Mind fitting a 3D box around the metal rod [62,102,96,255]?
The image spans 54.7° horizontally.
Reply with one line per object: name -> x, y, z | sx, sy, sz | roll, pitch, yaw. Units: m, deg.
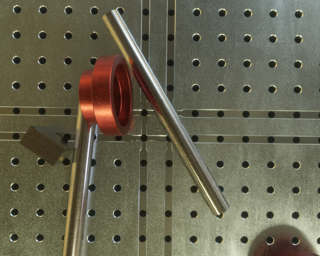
metal rod -> -0.110, 0.101, 0.412 | 0.025, 0.025, 0.298 | 6, 90, 0

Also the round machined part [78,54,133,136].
round machined part -> -0.066, -0.039, 0.377 | 0.042, 0.098, 0.097 | -2, 90, 9

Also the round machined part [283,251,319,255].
round machined part -> 0.185, 0.209, 0.406 | 0.099, 0.042, 0.097 | 0, 90, 0

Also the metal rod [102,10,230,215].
metal rod -> 0.008, -0.020, 0.413 | 0.025, 0.025, 0.299 | -30, 90, 0

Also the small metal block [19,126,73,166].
small metal block -> -0.143, 0.022, 0.400 | 0.050, 0.050, 0.025 | 34, 90, 0
